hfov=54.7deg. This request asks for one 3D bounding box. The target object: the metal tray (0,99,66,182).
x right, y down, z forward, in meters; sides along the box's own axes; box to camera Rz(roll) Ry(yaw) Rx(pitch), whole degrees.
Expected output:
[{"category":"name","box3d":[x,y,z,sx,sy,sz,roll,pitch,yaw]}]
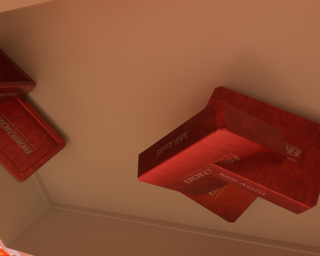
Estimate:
[{"category":"metal tray","box3d":[-0.226,0.009,0.485,0.130,0.090,0.030,49,149,-7]}]

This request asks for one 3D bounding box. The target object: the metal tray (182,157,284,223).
[{"category":"metal tray","box3d":[0.086,0.054,0.393,0.090,0.030,0.129,31,128,8]}]

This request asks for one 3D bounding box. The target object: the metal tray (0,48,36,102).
[{"category":"metal tray","box3d":[-0.237,-0.078,0.416,0.030,0.130,0.090,-44,94,10]}]

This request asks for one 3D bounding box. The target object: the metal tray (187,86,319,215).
[{"category":"metal tray","box3d":[0.101,0.019,0.322,0.130,0.090,0.030,24,155,13]}]

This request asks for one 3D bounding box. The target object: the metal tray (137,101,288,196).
[{"category":"metal tray","box3d":[0.048,0.030,0.319,0.091,0.030,0.129,21,142,-29]}]
